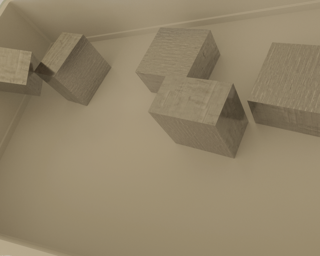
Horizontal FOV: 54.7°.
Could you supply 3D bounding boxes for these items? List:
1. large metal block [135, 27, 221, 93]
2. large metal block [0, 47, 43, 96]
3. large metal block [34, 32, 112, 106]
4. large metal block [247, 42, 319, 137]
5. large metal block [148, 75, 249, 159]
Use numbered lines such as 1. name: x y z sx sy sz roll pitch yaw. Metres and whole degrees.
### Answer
1. large metal block: 0.026 -0.090 0.430 0.080 0.050 0.080 15 69 33
2. large metal block: -0.233 -0.087 0.479 0.081 0.080 0.050 7 83 -7
3. large metal block: -0.137 -0.094 0.497 0.050 0.080 0.080 17 70 34
4. large metal block: 0.152 -0.042 0.336 0.080 0.050 0.080 16 70 34
5. large metal block: 0.046 -0.013 0.353 0.080 0.080 0.050 13 69 33
